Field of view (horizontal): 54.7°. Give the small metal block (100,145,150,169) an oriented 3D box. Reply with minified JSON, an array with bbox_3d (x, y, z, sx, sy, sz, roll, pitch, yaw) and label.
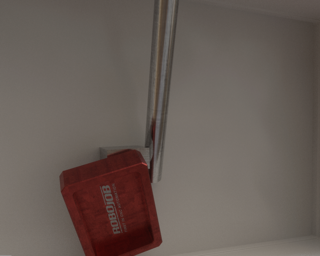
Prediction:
[{"bbox_3d":[-0.045,0.036,0.382,0.050,0.050,0.025,-2,91,-20],"label":"small metal block"}]

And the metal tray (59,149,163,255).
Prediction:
[{"bbox_3d":[-0.052,0.097,0.357,0.091,0.030,0.129,-16,120,-13],"label":"metal tray"}]

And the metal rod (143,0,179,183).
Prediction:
[{"bbox_3d":[0.001,-0.068,0.344,0.025,0.025,0.298,-5,118,-20],"label":"metal rod"}]
